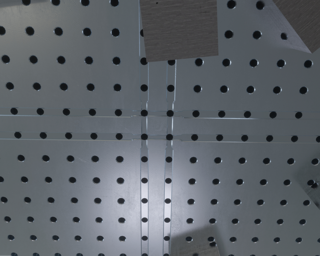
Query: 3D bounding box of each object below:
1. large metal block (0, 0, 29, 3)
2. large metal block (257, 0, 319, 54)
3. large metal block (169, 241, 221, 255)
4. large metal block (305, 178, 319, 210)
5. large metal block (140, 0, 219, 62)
[{"bbox_3d":[-0.197,-0.177,0.333,0.080,0.050,0.080,-6,110,2],"label":"large metal block"},{"bbox_3d":[0.171,-0.144,0.348,0.080,0.050,0.080,-41,105,13],"label":"large metal block"},{"bbox_3d":[0.066,0.237,0.488,0.080,0.050,0.080,-19,109,7],"label":"large metal block"},{"bbox_3d":[0.273,0.098,0.438,0.080,0.050,0.080,36,106,-13],"label":"large metal block"},{"bbox_3d":[0.021,-0.123,0.355,0.080,0.050,0.080,-5,110,2],"label":"large metal block"}]
